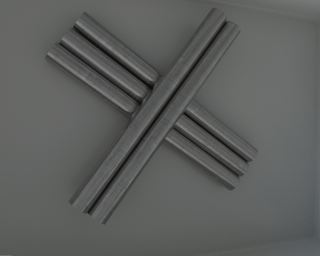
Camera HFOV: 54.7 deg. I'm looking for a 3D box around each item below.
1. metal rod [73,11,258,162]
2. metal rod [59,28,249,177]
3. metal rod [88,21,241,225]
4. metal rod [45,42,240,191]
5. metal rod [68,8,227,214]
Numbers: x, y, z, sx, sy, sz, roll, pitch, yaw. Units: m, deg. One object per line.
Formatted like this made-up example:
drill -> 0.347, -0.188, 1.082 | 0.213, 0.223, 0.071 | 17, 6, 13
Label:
metal rod -> 0.019, -0.045, 0.416 | 0.301, 0.025, 0.025 | 36, 78, -17
metal rod -> 0.004, -0.024, 0.410 | 0.301, 0.025, 0.025 | 36, 79, -17
metal rod -> 0.012, -0.016, 0.387 | 0.025, 0.025, 0.300 | 39, 78, -16
metal rod -> -0.011, -0.005, 0.405 | 0.301, 0.025, 0.025 | 36, 79, -17
metal rod -> -0.007, -0.030, 0.379 | 0.025, 0.025, 0.300 | 39, 78, -16
